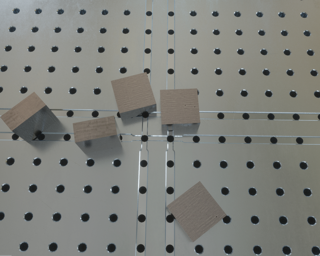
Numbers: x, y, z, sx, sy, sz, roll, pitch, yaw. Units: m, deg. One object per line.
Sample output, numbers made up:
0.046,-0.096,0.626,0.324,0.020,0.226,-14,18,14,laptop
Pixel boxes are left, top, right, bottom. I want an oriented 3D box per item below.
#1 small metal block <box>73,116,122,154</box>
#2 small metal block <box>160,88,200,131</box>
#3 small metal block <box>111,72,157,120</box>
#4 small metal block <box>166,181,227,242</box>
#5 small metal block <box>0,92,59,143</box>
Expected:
-0.078,0.009,0.395,0.050,0.050,0.025,-11,71,-4,small metal block
0.026,-0.025,0.421,0.050,0.025,0.050,-2,70,-1,small metal block
-0.036,-0.044,0.428,0.050,0.025,0.050,-15,71,-6,small metal block
0.043,0.101,0.375,0.050,0.025,0.050,-35,74,-12,small metal block
-0.167,-0.013,0.402,0.050,0.050,0.025,-41,75,-13,small metal block
